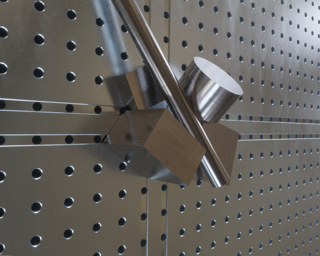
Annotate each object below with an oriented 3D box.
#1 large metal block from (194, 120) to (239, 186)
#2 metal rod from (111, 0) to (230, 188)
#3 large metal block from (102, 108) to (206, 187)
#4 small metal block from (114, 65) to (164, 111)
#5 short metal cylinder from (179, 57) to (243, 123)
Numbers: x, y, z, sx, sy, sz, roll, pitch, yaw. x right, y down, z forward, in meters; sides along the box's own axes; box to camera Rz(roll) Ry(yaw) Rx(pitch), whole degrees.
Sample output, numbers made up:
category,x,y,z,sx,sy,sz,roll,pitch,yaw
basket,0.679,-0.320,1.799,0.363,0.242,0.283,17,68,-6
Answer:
category,x,y,z,sx,sy,sz,roll,pitch,yaw
large metal block,0.063,0.034,0.448,0.080,0.050,0.080,22,76,-38
metal rod,0.007,-0.060,0.377,0.025,0.025,0.299,-35,100,-35
large metal block,-0.007,0.022,0.369,0.080,0.080,0.050,45,63,-31
small metal block,-0.023,-0.051,0.392,0.050,0.025,0.050,-31,109,-36
short metal cylinder,0.065,-0.052,0.421,0.081,0.080,0.050,11,127,-40
